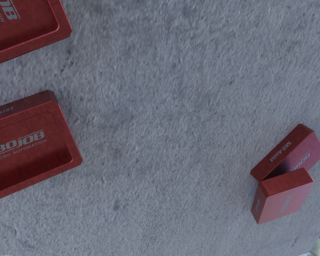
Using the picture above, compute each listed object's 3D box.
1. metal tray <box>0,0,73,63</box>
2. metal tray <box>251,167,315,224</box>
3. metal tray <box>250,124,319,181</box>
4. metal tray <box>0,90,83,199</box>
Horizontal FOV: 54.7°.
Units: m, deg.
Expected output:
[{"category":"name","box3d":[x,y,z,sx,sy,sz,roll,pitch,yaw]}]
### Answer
[{"category":"metal tray","box3d":[-0.140,-0.123,0.250,0.091,0.030,0.129,-26,128,-12]},{"category":"metal tray","box3d":[0.224,0.130,0.578,0.091,0.030,0.129,-17,142,-5]},{"category":"metal tray","box3d":[0.240,0.065,0.579,0.130,0.030,0.090,-45,130,3]},{"category":"metal tray","box3d":[-0.160,0.024,0.330,0.131,0.030,0.089,-23,127,-15]}]
